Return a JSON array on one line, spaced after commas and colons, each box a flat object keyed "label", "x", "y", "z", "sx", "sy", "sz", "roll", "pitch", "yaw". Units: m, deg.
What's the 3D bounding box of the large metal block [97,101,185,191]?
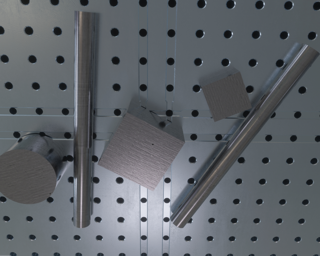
[{"label": "large metal block", "x": -0.024, "y": 0.023, "z": 0.408, "sx": 0.080, "sy": 0.050, "sz": 0.080, "roll": 28, "pitch": 108, "yaw": -10}]

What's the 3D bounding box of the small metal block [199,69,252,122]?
[{"label": "small metal block", "x": 0.084, "y": -0.042, "z": 0.399, "sx": 0.050, "sy": 0.025, "sz": 0.050, "roll": -21, "pitch": 109, "yaw": 7}]

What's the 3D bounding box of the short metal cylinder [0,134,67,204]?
[{"label": "short metal cylinder", "x": -0.173, "y": 0.055, "z": 0.418, "sx": 0.081, "sy": 0.050, "sz": 0.079, "roll": 0, "pitch": 110, "yaw": -1}]

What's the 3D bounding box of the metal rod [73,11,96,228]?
[{"label": "metal rod", "x": -0.102, "y": 0.003, "z": 0.413, "sx": 0.025, "sy": 0.025, "sz": 0.298, "roll": 5, "pitch": 110, "yaw": -2}]

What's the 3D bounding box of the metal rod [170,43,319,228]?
[{"label": "metal rod", "x": 0.105, "y": 0.022, "z": 0.422, "sx": 0.025, "sy": 0.025, "sz": 0.299, "roll": 30, "pitch": 107, "yaw": -11}]
